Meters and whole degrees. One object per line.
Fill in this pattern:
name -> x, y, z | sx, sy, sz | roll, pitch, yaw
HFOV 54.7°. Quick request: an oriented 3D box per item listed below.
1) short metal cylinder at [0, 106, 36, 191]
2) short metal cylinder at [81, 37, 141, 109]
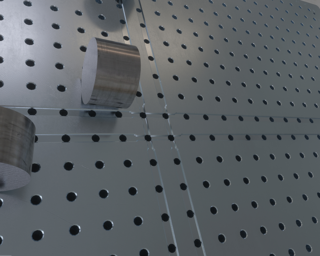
short metal cylinder -> -0.156, 0.021, 0.276 | 0.081, 0.080, 0.050 | 7, 59, -25
short metal cylinder -> -0.062, -0.066, 0.379 | 0.050, 0.080, 0.080 | 5, 59, -26
